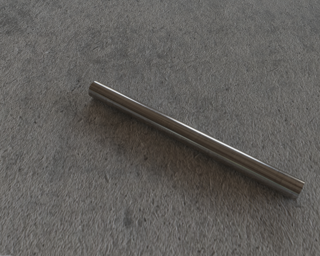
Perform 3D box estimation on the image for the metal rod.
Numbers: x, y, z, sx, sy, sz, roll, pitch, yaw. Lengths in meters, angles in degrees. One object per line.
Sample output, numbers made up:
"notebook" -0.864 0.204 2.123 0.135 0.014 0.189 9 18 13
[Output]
"metal rod" 0.030 0.007 0.397 0.300 0.025 0.025 27 55 21
